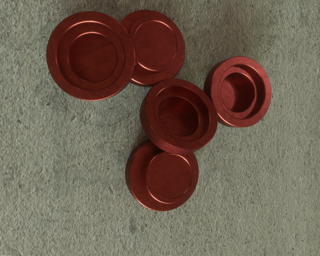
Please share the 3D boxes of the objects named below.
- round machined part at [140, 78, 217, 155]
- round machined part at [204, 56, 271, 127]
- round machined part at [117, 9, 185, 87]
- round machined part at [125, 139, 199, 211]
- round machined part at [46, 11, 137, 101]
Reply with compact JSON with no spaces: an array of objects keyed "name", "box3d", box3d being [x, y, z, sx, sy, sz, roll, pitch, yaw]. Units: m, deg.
[{"name":"round machined part","box3d":[0.021,-0.011,0.399,0.099,0.042,0.098,9,64,-19]},{"name":"round machined part","box3d":[0.105,-0.050,0.441,0.099,0.042,0.097,0,90,-21]},{"name":"round machined part","box3d":[-0.012,-0.103,0.397,0.099,0.042,0.097,0,90,-21]},{"name":"round machined part","box3d":[0.008,0.060,0.405,0.099,0.042,0.097,0,90,-21]},{"name":"round machined part","box3d":[-0.076,-0.081,0.362,0.099,0.042,0.097,0,97,1]}]
